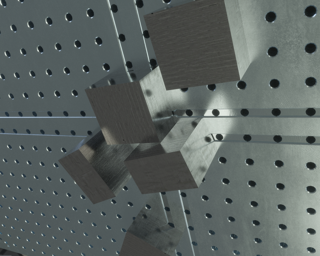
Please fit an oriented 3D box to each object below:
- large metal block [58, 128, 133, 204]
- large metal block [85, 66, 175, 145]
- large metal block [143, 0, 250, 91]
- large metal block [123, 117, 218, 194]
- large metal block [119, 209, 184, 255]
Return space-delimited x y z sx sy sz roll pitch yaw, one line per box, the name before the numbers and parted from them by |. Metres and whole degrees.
large metal block | -0.082 0.048 0.447 0.050 0.080 0.080 -27 104 37
large metal block | -0.036 -0.027 0.396 0.080 0.050 0.080 -4 117 29
large metal block | 0.040 -0.089 0.318 0.080 0.050 0.080 -4 117 30
large metal block | 0.016 0.034 0.387 0.080 0.080 0.050 -14 111 33
large metal block | -0.016 0.198 0.525 0.080 0.050 0.079 26 128 11
